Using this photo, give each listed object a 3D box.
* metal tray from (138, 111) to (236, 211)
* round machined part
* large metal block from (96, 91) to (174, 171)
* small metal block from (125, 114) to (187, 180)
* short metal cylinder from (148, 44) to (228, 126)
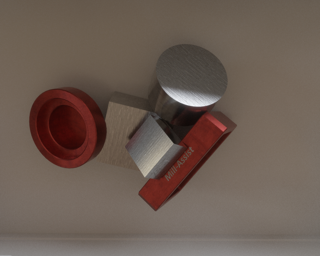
[{"bbox_3d":[0.037,0.038,0.388,0.030,0.090,0.129,42,106,14],"label":"metal tray"},{"bbox_3d":[-0.109,-0.003,0.386,0.098,0.042,0.097,6,106,21],"label":"round machined part"},{"bbox_3d":[-0.030,0.006,0.398,0.081,0.050,0.079,14,109,-6],"label":"large metal block"},{"bbox_3d":[-0.006,0.022,0.349,0.025,0.050,0.050,20,114,-49],"label":"small metal block"},{"bbox_3d":[0.030,-0.048,0.356,0.080,0.080,0.050,15,153,-6],"label":"short metal cylinder"}]
